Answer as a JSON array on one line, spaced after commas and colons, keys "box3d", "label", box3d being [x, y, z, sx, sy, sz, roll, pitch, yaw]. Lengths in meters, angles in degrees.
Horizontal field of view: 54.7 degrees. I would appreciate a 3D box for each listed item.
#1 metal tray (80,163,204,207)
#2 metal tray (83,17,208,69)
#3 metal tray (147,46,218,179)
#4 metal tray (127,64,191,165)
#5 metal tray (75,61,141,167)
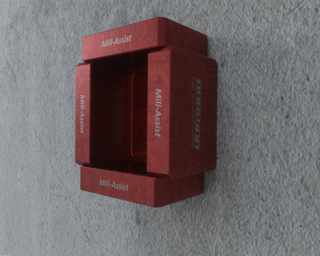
[{"box3d": [-0.023, 0.063, 0.381, 0.130, 0.091, 0.030, 1, 91, 39], "label": "metal tray"}, {"box3d": [-0.020, -0.096, 0.378, 0.130, 0.091, 0.030, 1, 91, 39], "label": "metal tray"}, {"box3d": [0.027, -0.015, 0.339, 0.030, 0.091, 0.129, 1, 91, 40], "label": "metal tray"}, {"box3d": [-0.001, -0.017, 0.402, 0.090, 0.030, 0.129, 1, 91, 39], "label": "metal tray"}, {"box3d": [-0.067, -0.018, 0.416, 0.030, 0.091, 0.129, 1, 91, 40], "label": "metal tray"}]
